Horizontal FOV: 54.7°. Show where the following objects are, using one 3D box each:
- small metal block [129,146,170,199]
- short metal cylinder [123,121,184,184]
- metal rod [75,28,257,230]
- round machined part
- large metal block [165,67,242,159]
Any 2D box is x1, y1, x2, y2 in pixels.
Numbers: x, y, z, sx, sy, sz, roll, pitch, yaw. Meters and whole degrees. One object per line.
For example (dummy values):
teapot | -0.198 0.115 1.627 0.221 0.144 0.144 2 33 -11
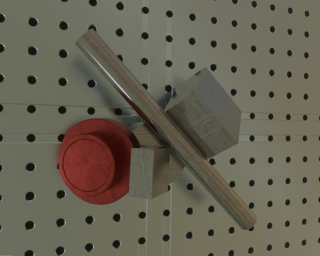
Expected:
small metal block | -0.010 0.046 0.336 0.025 0.050 0.050 3 89 20
short metal cylinder | -0.013 0.031 0.390 0.081 0.050 0.079 0 90 -20
metal rod | 0.017 0.012 0.362 0.025 0.025 0.300 -45 104 -14
round machined part | -0.072 0.038 0.346 0.098 0.042 0.097 1 94 18
large metal block | 0.057 -0.020 0.394 0.080 0.050 0.080 48 32 -14
